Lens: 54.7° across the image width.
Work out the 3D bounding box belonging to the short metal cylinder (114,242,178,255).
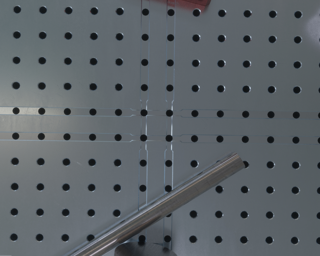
[{"bbox_3d":[-0.020,0.182,0.386,0.080,0.080,0.050,9,90,0],"label":"short metal cylinder"}]

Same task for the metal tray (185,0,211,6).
[{"bbox_3d":[0.015,-0.226,0.411,0.131,0.030,0.090,14,90,0],"label":"metal tray"}]

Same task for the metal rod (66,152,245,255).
[{"bbox_3d":[-0.021,0.121,0.413,0.301,0.025,0.025,-32,90,0],"label":"metal rod"}]
